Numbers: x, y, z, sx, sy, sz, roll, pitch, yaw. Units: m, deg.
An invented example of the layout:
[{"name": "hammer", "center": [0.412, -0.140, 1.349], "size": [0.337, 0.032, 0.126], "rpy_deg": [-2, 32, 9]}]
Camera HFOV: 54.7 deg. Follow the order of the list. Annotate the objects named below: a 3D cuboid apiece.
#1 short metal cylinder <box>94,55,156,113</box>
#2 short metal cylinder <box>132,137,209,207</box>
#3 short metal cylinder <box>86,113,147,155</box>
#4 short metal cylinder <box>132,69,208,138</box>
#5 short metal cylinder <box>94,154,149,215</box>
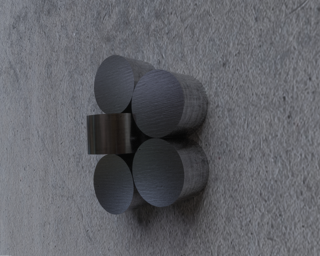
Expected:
[{"name": "short metal cylinder", "center": [-0.046, -0.057, 0.428], "size": [0.080, 0.050, 0.080], "rpy_deg": [0, 91, 41]}, {"name": "short metal cylinder", "center": [0.012, 0.051, 0.379], "size": [0.080, 0.050, 0.080], "rpy_deg": [1, 91, 41]}, {"name": "short metal cylinder", "center": [-0.058, 0.008, 0.419], "size": [0.080, 0.081, 0.050], "rpy_deg": [-4, 88, 40]}, {"name": "short metal cylinder", "center": [0.011, -0.029, 0.380], "size": [0.080, 0.050, 0.080], "rpy_deg": [1, 91, 40]}, {"name": "short metal cylinder", "center": [-0.047, 0.074, 0.429], "size": [0.080, 0.050, 0.080], "rpy_deg": [0, 91, 41]}]
